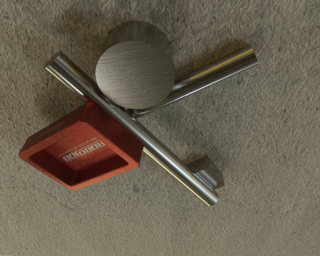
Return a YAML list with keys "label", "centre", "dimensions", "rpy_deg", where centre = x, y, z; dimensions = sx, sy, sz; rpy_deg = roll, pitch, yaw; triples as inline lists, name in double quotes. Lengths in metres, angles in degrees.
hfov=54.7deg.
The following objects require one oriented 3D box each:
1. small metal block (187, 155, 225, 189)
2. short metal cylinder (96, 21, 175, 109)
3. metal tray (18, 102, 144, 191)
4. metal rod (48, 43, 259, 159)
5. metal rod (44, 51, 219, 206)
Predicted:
- label: "small metal block"
  centre: [0.063, 0.074, 0.472]
  dimensions: [0.050, 0.025, 0.050]
  rpy_deg: [-27, 126, 20]
- label: "short metal cylinder"
  centre: [-0.025, -0.067, 0.334]
  dimensions: [0.081, 0.050, 0.079]
  rpy_deg: [0, 130, 0]
- label: "metal tray"
  centre: [-0.097, 0.029, 0.378]
  dimensions: [0.130, 0.030, 0.090]
  rpy_deg: [-24, 127, 33]
- label: "metal rod"
  centre: [-0.027, -0.025, 0.387]
  dimensions: [0.300, 0.025, 0.025]
  rpy_deg: [-23, 127, 18]
- label: "metal rod"
  centre: [-0.016, 0.019, 0.392]
  dimensions: [0.025, 0.025, 0.300]
  rpy_deg: [-32, 124, 24]
